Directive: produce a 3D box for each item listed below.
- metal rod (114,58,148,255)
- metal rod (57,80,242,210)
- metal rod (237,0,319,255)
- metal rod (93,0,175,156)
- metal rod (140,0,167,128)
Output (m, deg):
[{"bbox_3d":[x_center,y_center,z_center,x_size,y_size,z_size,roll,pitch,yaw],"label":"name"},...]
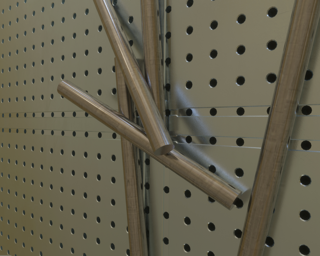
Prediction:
[{"bbox_3d":[-0.041,0.046,0.440,0.025,0.025,0.298,-9,85,39],"label":"metal rod"},{"bbox_3d":[-0.031,0.009,0.406,0.300,0.025,0.025,32,110,26],"label":"metal rod"},{"bbox_3d":[0.116,0.019,0.312,0.025,0.025,0.298,16,100,38],"label":"metal rod"},{"bbox_3d":[-0.047,-0.097,0.422,0.025,0.025,0.299,-41,58,32],"label":"metal rod"},{"bbox_3d":[-0.012,-0.144,0.417,0.025,0.025,0.298,-6,86,39],"label":"metal rod"}]
